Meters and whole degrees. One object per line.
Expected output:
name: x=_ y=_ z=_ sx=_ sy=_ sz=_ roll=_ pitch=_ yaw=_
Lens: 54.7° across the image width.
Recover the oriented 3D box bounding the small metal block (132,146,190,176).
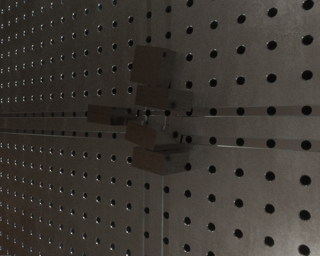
small metal block: x=0.001 y=0.039 z=0.391 sx=0.050 sy=0.050 sz=0.025 roll=11 pitch=97 yaw=39

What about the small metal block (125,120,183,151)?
small metal block: x=-0.008 y=0.009 z=0.398 sx=0.050 sy=0.050 sz=0.025 roll=19 pitch=102 yaw=38

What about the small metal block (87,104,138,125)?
small metal block: x=-0.069 y=-0.019 z=0.448 sx=0.050 sy=0.050 sz=0.025 roll=8 pitch=96 yaw=39

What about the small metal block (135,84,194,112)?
small metal block: x=0.006 y=-0.037 z=0.387 sx=0.050 sy=0.050 sz=0.025 roll=13 pitch=99 yaw=39

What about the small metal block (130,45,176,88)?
small metal block: x=-0.010 y=-0.082 z=0.416 sx=0.050 sy=0.025 sz=0.050 roll=18 pitch=101 yaw=38
